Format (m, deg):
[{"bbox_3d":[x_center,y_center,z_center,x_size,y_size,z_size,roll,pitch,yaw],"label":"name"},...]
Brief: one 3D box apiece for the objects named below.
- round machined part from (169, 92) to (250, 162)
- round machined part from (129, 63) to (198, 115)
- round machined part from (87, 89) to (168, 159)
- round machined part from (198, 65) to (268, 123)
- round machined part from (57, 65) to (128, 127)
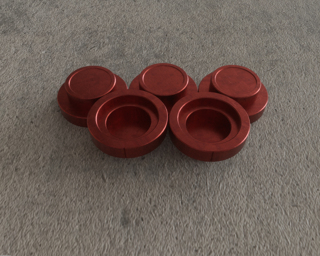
[{"bbox_3d":[0.060,0.003,0.392,0.099,0.042,0.098,0,50,0],"label":"round machined part"},{"bbox_3d":[0.005,-0.055,0.440,0.099,0.042,0.098,0,50,0],"label":"round machined part"},{"bbox_3d":[-0.039,-0.001,0.394,0.099,0.042,0.098,0,50,0],"label":"round machined part"},{"bbox_3d":[0.104,-0.052,0.439,0.099,0.042,0.098,0,50,0],"label":"round machined part"},{"bbox_3d":[-0.094,-0.051,0.435,0.099,0.042,0.098,0,50,0],"label":"round machined part"}]
